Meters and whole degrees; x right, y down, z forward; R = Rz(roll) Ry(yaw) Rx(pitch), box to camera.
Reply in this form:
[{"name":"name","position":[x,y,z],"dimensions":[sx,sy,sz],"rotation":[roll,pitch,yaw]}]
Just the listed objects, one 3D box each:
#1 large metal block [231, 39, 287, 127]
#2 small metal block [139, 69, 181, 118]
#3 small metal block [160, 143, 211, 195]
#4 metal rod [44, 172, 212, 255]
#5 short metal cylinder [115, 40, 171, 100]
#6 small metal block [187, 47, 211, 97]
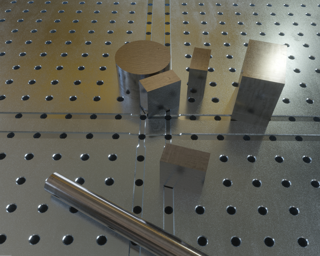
[{"name":"large metal block","position":[0.135,-0.062,0.425],"dimensions":[0.050,0.080,0.080],"rotation":[13,51,10]},{"name":"small metal block","position":[0.000,-0.048,0.432],"dimensions":[0.050,0.050,0.025],"rotation":[-22,54,-18]},{"name":"small metal block","position":[0.027,0.047,0.352],"dimensions":[0.050,0.050,0.025],"rotation":[13,51,10]},{"name":"metal rod","position":[0.009,0.119,0.307],"dimensions":[0.301,0.025,0.025],"rotation":[23,54,18]},{"name":"short metal cylinder","position":[-0.025,-0.087,0.464],"dimensions":[0.081,0.050,0.080],"rotation":[0,50,0]},{"name":"small metal block","position":[0.058,-0.084,0.462],"dimensions":[0.025,0.050,0.050],"rotation":[10,51,7]}]
